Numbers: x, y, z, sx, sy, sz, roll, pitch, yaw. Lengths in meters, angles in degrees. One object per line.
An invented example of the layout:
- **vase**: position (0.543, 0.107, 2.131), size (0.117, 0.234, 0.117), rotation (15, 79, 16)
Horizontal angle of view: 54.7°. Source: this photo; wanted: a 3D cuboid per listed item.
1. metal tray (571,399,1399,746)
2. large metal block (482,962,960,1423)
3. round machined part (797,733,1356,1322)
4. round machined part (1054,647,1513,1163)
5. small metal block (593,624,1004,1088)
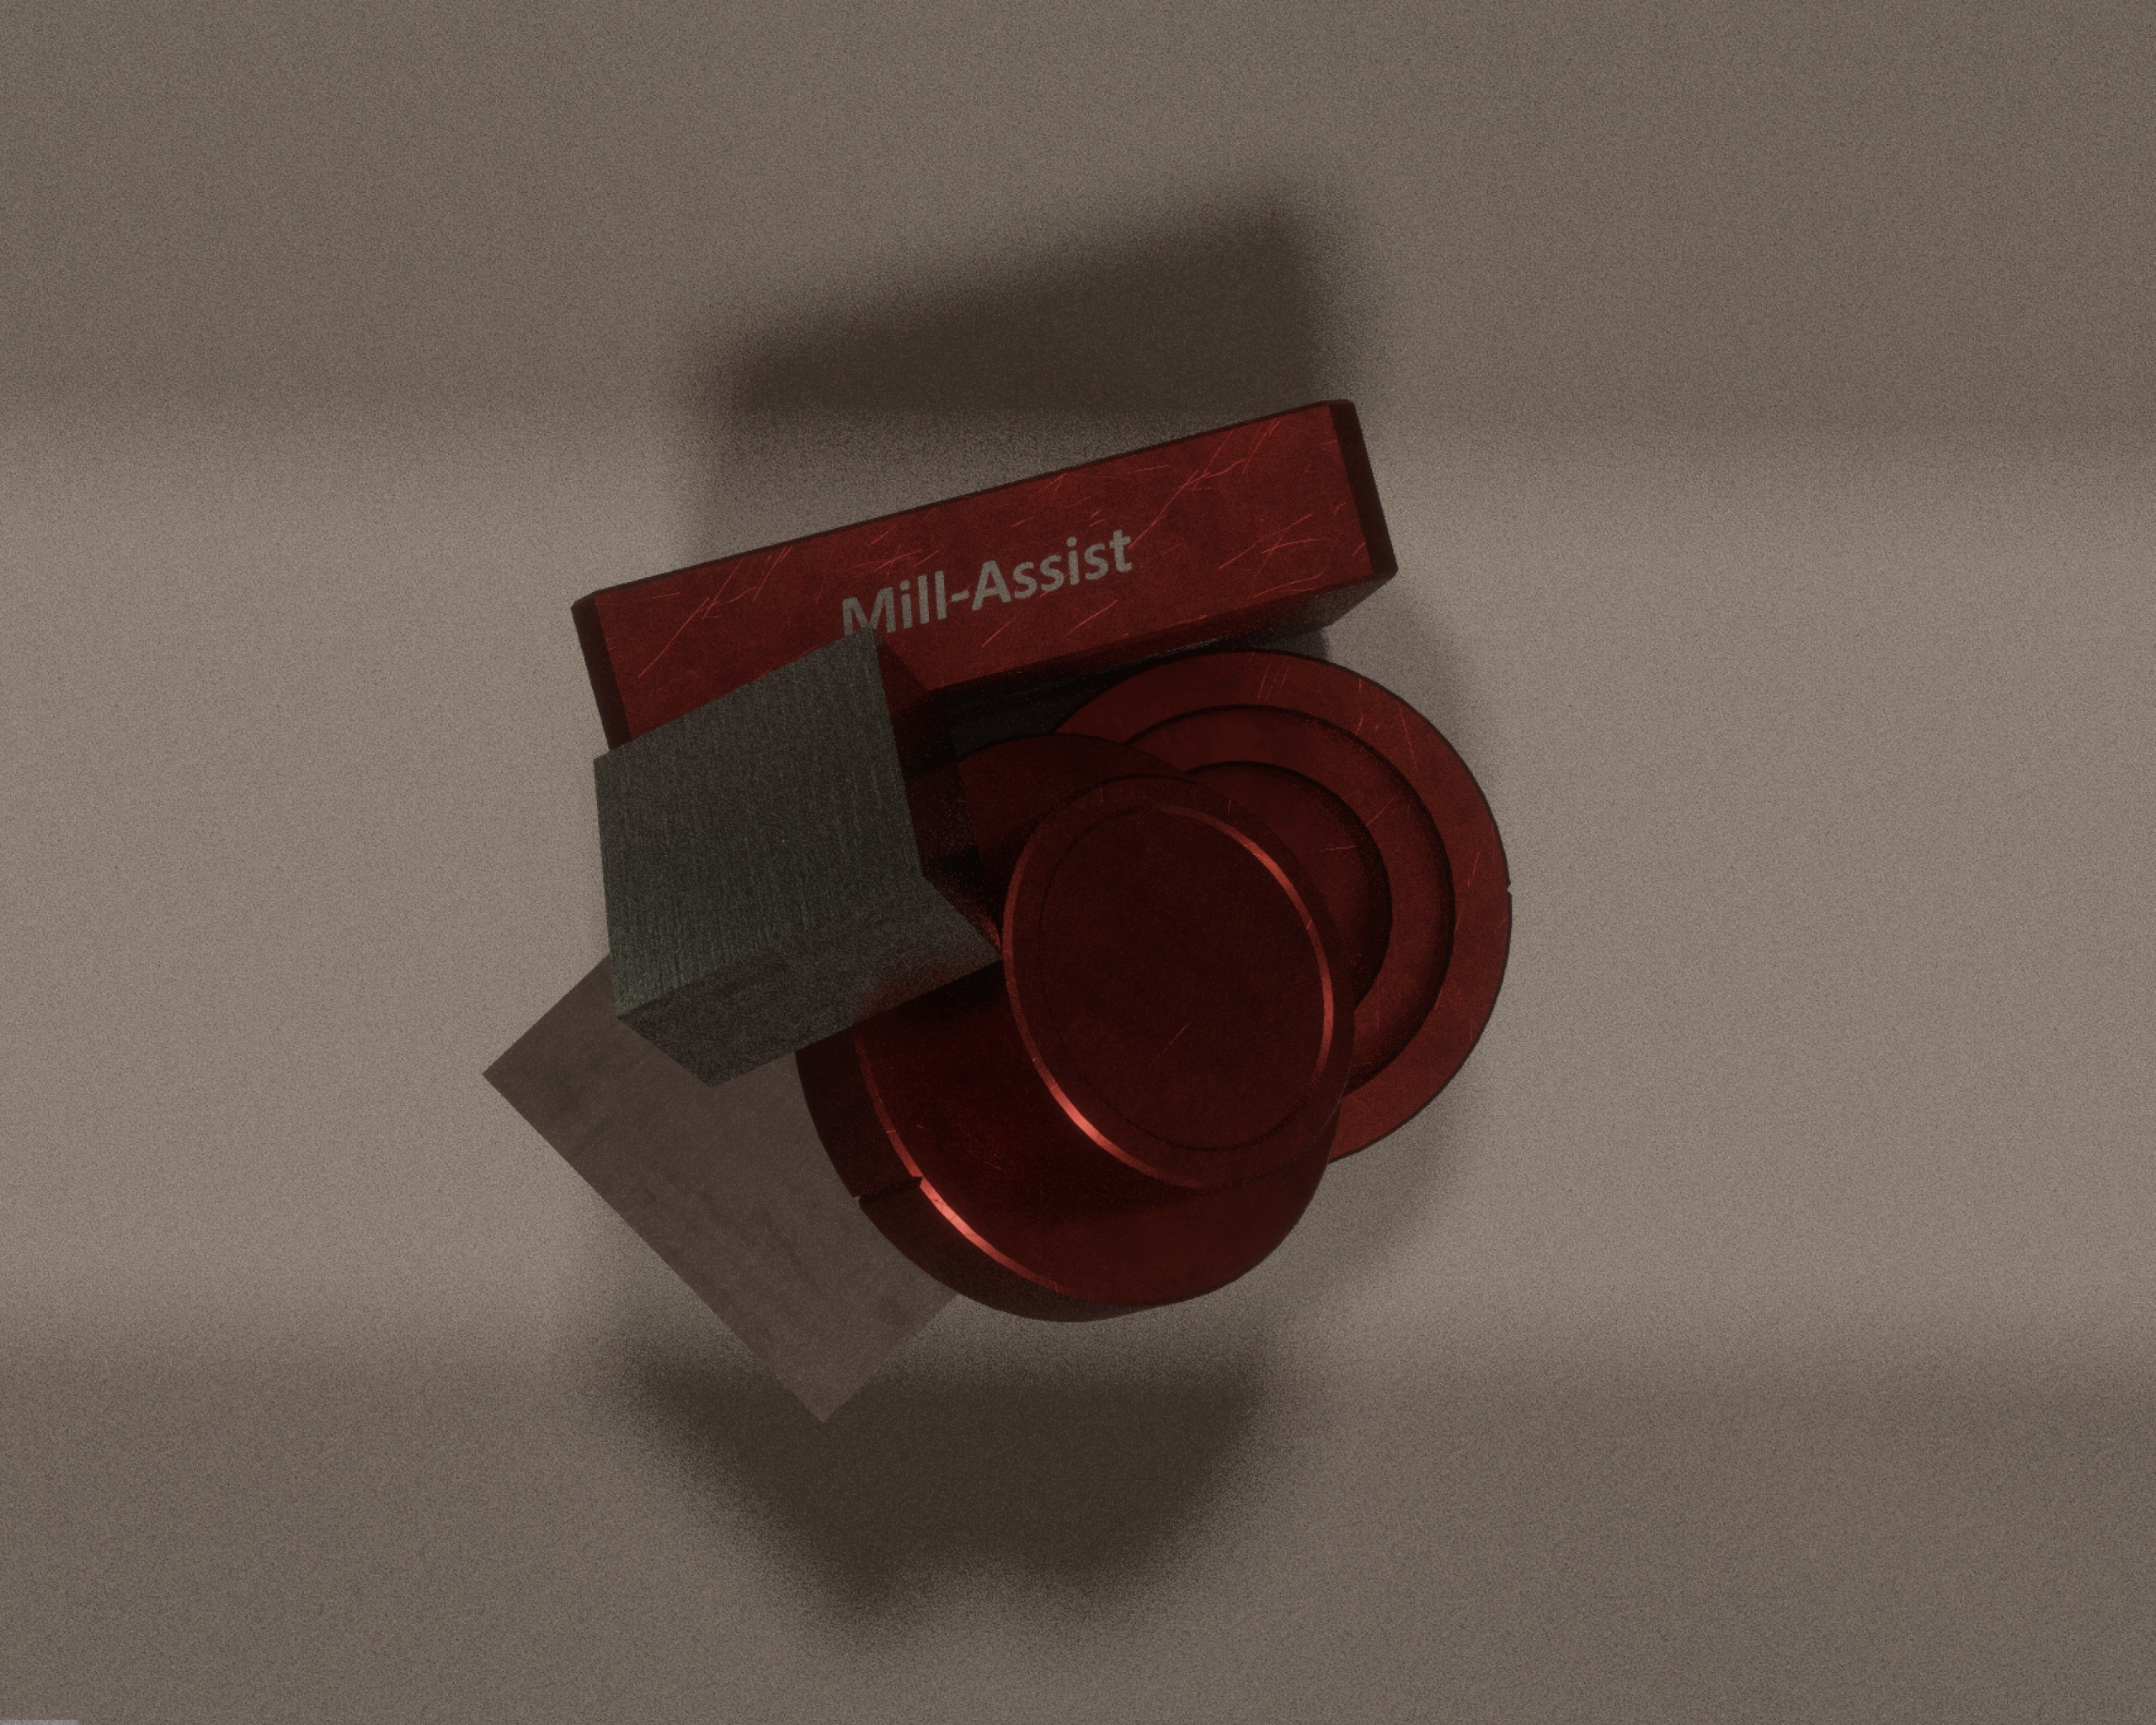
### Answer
- **metal tray**: position (-0.015, -0.045, 0.377), size (0.131, 0.090, 0.030), rotation (-15, 91, -1)
- **large metal block**: position (-0.052, 0.046, 0.382), size (0.050, 0.080, 0.080), rotation (-44, 91, 0)
- **round machined part**: position (0.006, 0.024, 0.344), size (0.099, 0.042, 0.098), rotation (14, 65, -31)
- **round machined part**: position (0.031, 0.009, 0.403), size (0.099, 0.042, 0.097), rotation (0, 90, -1)
- **small metal block**: position (-0.044, -0.001, 0.317), size (0.050, 0.025, 0.050), rotation (-24, 51, 12)
